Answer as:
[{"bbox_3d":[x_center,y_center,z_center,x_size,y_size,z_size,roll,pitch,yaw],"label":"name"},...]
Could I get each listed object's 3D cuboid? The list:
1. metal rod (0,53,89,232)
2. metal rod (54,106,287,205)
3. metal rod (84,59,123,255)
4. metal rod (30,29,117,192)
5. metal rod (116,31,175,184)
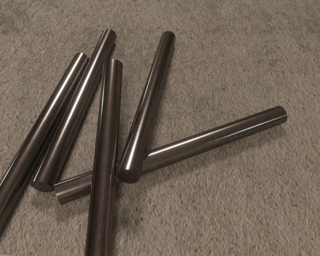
[{"bbox_3d":[-0.151,0.003,0.398,0.025,0.025,0.300,8,50,6],"label":"metal rod"},{"bbox_3d":[0.026,0.027,0.380,0.302,0.025,0.025,-18,53,-15],"label":"metal rod"},{"bbox_3d":[-0.059,0.047,0.330,0.025,0.025,0.299,0,60,-1],"label":"metal rod"},{"bbox_3d":[-0.110,-0.048,0.441,0.025,0.025,0.300,7,50,5],"label":"metal rod"},{"bbox_3d":[-0.010,-0.053,0.428,0.025,0.025,0.300,7,45,6],"label":"metal rod"}]
